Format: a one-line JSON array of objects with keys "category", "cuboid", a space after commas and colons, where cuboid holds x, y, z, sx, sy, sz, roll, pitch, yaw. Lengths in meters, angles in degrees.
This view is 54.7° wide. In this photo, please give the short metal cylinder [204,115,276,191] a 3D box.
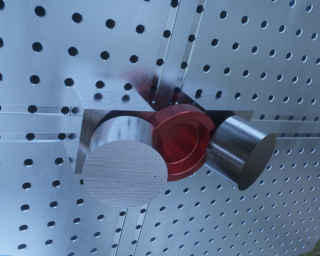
[{"category": "short metal cylinder", "cuboid": [0.100, 0.031, 0.387, 0.081, 0.050, 0.079, -31, 137, -33]}]

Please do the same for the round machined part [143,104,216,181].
[{"category": "round machined part", "cuboid": [0.017, 0.014, 0.380, 0.099, 0.042, 0.097, -14, 124, -21]}]

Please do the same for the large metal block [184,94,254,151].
[{"category": "large metal block", "cuboid": [0.073, 0.000, 0.434, 0.081, 0.050, 0.079, -1, 119, -28]}]

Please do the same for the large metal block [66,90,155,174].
[{"category": "large metal block", "cuboid": [-0.060, 0.004, 0.364, 0.081, 0.050, 0.079, 1, 118, -29]}]

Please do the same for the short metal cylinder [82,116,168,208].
[{"category": "short metal cylinder", "cuboid": [-0.034, 0.034, 0.316, 0.081, 0.050, 0.079, -2, 118, -4]}]
